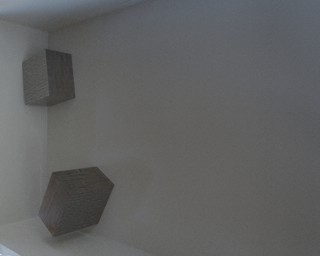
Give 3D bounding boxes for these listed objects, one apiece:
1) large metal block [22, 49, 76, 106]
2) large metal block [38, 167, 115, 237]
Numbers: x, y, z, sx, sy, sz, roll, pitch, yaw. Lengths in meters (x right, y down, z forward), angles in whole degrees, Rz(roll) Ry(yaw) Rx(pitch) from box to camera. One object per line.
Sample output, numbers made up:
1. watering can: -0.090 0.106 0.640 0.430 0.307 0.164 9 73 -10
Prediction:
1. large metal block: -0.201 -0.087 0.557 0.080 0.050 0.080 -11 83 39
2. large metal block: -0.129 0.110 0.477 0.050 0.081 0.079 37 113 34
